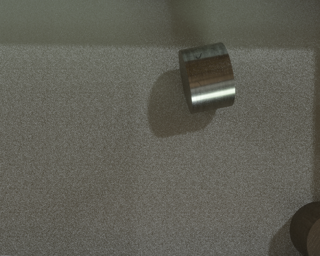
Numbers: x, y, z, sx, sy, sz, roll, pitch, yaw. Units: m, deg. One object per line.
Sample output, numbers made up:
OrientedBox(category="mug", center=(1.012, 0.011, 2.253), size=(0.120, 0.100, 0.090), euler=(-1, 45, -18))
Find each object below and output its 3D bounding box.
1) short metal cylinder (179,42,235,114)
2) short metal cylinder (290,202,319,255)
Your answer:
OrientedBox(category="short metal cylinder", center=(0.056, -0.061, 0.384), size=(0.050, 0.080, 0.080), euler=(-12, 90, 0))
OrientedBox(category="short metal cylinder", center=(0.218, 0.141, 0.400), size=(0.081, 0.050, 0.080), euler=(0, 90, 0))
